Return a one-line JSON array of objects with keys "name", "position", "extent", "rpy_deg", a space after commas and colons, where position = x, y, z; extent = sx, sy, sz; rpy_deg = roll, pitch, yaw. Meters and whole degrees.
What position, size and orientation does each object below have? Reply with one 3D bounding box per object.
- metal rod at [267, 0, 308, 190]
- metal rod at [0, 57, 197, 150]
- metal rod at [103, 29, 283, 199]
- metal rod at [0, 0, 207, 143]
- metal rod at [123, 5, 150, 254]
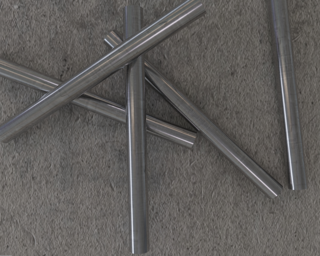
[{"name": "metal rod", "position": [0.166, -0.069, 0.410], "extent": [0.025, 0.025, 0.298], "rpy_deg": [-6, 90, 0]}, {"name": "metal rod", "position": [-0.097, -0.037, 0.409], "extent": [0.301, 0.025, 0.025], "rpy_deg": [21, 90, 0]}, {"name": "metal rod", "position": [0.044, -0.018, 0.410], "extent": [0.300, 0.025, 0.025], "rpy_deg": [43, 90, 0]}, {"name": "metal rod", "position": [-0.082, -0.063, 0.371], "extent": [0.300, 0.025, 0.025], "rpy_deg": [-30, 90, 15]}, {"name": "metal rod", "position": [-0.029, 0.002, 0.383], "extent": [0.025, 0.025, 0.298], "rpy_deg": [-2, 90, 0]}]
